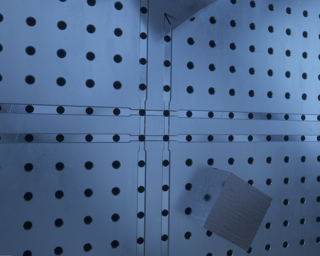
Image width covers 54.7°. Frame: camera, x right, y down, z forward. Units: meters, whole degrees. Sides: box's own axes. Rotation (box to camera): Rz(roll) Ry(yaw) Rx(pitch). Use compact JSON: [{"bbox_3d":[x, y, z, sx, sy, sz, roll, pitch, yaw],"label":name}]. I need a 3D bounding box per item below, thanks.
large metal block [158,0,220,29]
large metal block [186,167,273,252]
[{"bbox_3d":[0.033,-0.185,0.396,0.050,0.080,0.080,-35,102,-17],"label":"large metal block"},{"bbox_3d":[0.097,0.112,0.437,0.080,0.050,0.080,33,79,-18],"label":"large metal block"}]
